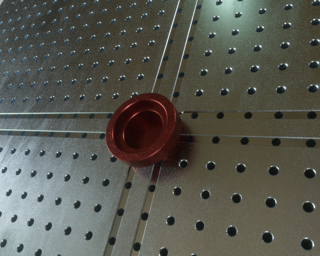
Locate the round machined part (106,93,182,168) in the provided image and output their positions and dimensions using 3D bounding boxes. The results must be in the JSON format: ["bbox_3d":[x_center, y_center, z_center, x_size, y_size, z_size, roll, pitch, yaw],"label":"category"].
[{"bbox_3d":[-0.017,0.006,0.401,0.098,0.042,0.098,-13,56,20],"label":"round machined part"}]
